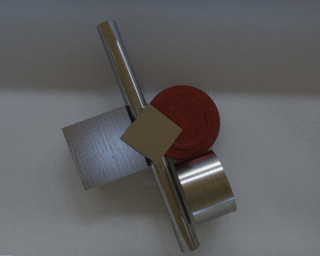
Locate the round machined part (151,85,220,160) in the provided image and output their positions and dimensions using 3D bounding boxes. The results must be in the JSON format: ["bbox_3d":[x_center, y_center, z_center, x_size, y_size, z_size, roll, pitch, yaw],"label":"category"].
[{"bbox_3d":[0.029,-0.007,0.401,0.099,0.042,0.097,0,90,-1],"label":"round machined part"}]

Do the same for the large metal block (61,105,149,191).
[{"bbox_3d":[-0.066,0.024,0.394,0.080,0.050,0.080,-20,90,-1],"label":"large metal block"}]

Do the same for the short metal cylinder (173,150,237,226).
[{"bbox_3d":[0.054,0.073,0.383,0.050,0.080,0.080,-21,90,0],"label":"short metal cylinder"}]

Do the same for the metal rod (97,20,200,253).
[{"bbox_3d":[-0.015,0.011,0.389,0.025,0.025,0.299,-21,90,0],"label":"metal rod"}]

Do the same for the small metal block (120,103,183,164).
[{"bbox_3d":[-0.011,0.007,0.361,0.050,0.025,0.050,38,78,-7],"label":"small metal block"}]
